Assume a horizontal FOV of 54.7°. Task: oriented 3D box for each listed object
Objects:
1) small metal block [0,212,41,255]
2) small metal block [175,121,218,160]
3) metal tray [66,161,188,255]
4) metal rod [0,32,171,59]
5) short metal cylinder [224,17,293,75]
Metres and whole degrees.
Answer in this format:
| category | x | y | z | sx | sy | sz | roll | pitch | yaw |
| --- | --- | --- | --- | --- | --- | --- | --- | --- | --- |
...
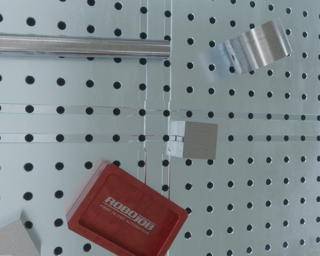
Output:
| category | x | y | z | sx | sy | sz | roll | pitch | yaw |
| --- | --- | --- | --- | --- | --- | --- | --- | --- | --- |
| small metal block | -0.171 | 0.133 | 0.350 | 0.050 | 0.025 | 0.050 | -27 | 99 | -18 |
| small metal block | 0.051 | 0.017 | 0.433 | 0.050 | 0.025 | 0.050 | 5 | 88 | -20 |
| metal tray | -0.039 | 0.113 | 0.396 | 0.130 | 0.030 | 0.090 | 36 | 78 | -17 |
| metal rod | -0.132 | -0.097 | 0.363 | 0.303 | 0.025 | 0.025 | -3 | 91 | -20 |
| short metal cylinder | 0.136 | -0.114 | 0.435 | 0.081 | 0.080 | 0.050 | -28 | 100 | -18 |
